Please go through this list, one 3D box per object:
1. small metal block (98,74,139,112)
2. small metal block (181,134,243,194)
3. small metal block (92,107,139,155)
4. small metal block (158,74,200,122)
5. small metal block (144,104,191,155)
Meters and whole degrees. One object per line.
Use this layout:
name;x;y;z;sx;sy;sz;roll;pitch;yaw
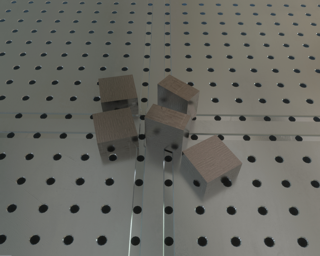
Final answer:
small metal block;-0.060;-0.049;0.448;0.050;0.025;0.050;-9;51;-8
small metal block;0.061;0.042;0.373;0.050;0.025;0.050;-25;55;-20
small metal block;-0.058;0.003;0.404;0.050;0.025;0.050;-11;51;-10
small metal block;0.024;-0.037;0.423;0.050;0.050;0.025;33;57;24
small metal block;0.009;0.002;0.390;0.050;0.050;0.025;19;53;15
